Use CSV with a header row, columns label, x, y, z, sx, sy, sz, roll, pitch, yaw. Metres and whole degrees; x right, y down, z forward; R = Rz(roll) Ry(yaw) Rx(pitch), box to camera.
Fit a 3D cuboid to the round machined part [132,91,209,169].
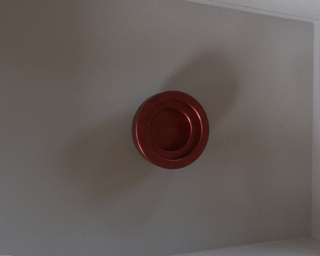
label,x,y,z,sx,sy,sz,roll,pitch,yaw
round machined part,0.011,0.002,0.403,0.099,0.042,0.097,0,90,-21
